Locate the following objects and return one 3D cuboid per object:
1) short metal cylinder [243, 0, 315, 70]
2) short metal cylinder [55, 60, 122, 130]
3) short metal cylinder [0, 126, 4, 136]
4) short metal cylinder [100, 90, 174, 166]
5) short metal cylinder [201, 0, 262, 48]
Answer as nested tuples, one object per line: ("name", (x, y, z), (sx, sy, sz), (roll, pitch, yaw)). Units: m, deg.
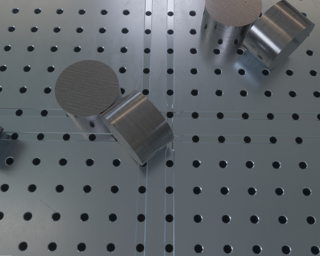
("short metal cylinder", (0.163, -0.128, 0.430), (0.080, 0.080, 0.050), (-38, 75, -13))
("short metal cylinder", (-0.092, -0.043, 0.413), (0.081, 0.050, 0.080), (0, 70, 0))
("short metal cylinder", (-0.244, 0.005, 0.379), (0.080, 0.080, 0.050), (21, 72, 7))
("short metal cylinder", (-0.028, 0.000, 0.382), (0.050, 0.080, 0.080), (-40, 75, -13))
("short metal cylinder", (0.104, -0.168, 0.460), (0.081, 0.050, 0.080), (0, 70, 0))
